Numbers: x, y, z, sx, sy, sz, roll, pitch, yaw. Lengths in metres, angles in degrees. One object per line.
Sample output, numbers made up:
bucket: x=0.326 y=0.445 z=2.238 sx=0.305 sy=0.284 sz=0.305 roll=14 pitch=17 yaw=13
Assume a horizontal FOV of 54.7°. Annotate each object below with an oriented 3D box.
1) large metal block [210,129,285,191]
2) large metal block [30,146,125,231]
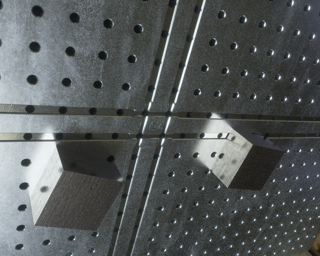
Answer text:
large metal block: x=0.143 y=0.054 z=0.509 sx=0.081 sy=0.050 sz=0.079 roll=12 pitch=112 yaw=-34
large metal block: x=-0.104 y=0.078 z=0.387 sx=0.080 sy=0.050 sz=0.080 roll=20 pitch=108 yaw=-36
